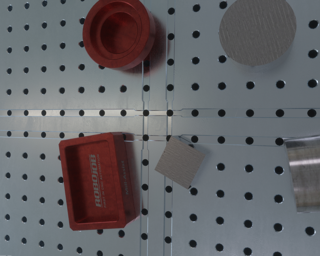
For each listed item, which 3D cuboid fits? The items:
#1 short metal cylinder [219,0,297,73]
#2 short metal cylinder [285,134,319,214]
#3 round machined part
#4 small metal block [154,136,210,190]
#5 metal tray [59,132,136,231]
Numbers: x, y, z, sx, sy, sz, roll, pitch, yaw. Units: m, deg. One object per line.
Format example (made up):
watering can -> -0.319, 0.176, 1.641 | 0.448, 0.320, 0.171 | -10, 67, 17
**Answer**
short metal cylinder -> 0.113, -0.107, 0.359 | 0.080, 0.050, 0.079 | 0, 90, 20
short metal cylinder -> 0.164, 0.047, 0.326 | 0.050, 0.080, 0.080 | -9, 87, 20
round machined part -> -0.052, -0.127, 0.422 | 0.098, 0.042, 0.097 | 0, 90, 19
small metal block -> 0.029, 0.043, 0.402 | 0.050, 0.025, 0.050 | 29, 99, 17
metal tray -> -0.090, 0.075, 0.441 | 0.090, 0.030, 0.129 | -10, 87, 19
